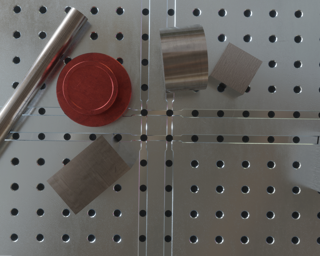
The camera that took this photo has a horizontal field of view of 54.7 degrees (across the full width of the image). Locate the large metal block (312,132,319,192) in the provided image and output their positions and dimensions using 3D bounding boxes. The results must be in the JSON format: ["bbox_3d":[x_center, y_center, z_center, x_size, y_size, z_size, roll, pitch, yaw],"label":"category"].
[{"bbox_3d":[0.241,0.048,0.388,0.050,0.080,0.080,7,90,0],"label":"large metal block"}]

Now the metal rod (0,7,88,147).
[{"bbox_3d":[-0.191,-0.029,0.411,0.025,0.025,0.299,35,90,0],"label":"metal rod"}]

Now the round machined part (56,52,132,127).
[{"bbox_3d":[-0.087,-0.050,0.404,0.099,0.042,0.097,0,90,-1],"label":"round machined part"}]

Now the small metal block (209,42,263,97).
[{"bbox_3d":[0.099,-0.077,0.414,0.050,0.025,0.050,30,90,0],"label":"small metal block"}]

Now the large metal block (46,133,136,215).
[{"bbox_3d":[-0.079,0.052,0.385,0.080,0.080,0.050,-40,90,0],"label":"large metal block"}]

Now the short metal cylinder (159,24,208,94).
[{"bbox_3d":[0.028,-0.085,0.386,0.050,0.080,0.080,-6,90,0],"label":"short metal cylinder"}]
